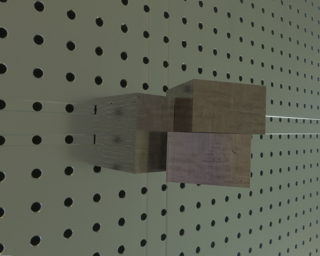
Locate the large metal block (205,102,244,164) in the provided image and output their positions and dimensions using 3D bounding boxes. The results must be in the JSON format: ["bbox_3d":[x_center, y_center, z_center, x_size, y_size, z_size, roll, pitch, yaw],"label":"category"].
[{"bbox_3d":[0.071,0.008,0.435,0.050,0.080,0.080,5,87,-40],"label":"large metal block"}]

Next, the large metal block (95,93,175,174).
[{"bbox_3d":[-0.031,0.005,0.350,0.050,0.080,0.079,2,89,-40],"label":"large metal block"}]

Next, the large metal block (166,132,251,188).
[{"bbox_3d":[0.057,0.031,0.336,0.080,0.080,0.050,8,84,-73],"label":"large metal block"}]

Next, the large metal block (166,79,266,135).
[{"bbox_3d":[0.057,-0.019,0.340,0.081,0.080,0.050,2,88,-18],"label":"large metal block"}]

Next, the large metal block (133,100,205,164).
[{"bbox_3d":[0.012,0.005,0.403,0.081,0.050,0.080,3,88,-40],"label":"large metal block"}]
